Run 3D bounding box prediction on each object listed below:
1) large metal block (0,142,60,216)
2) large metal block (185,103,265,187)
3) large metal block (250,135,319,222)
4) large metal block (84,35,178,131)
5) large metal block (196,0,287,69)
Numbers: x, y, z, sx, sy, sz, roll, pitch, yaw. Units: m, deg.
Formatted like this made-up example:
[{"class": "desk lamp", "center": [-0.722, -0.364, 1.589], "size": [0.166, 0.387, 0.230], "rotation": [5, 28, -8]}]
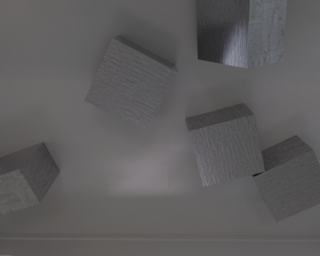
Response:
[{"class": "large metal block", "center": [-0.190, 0.068, 0.405], "size": [0.080, 0.080, 0.050], "rotation": [-19, 109, 7]}, {"class": "large metal block", "center": [0.084, 0.021, 0.406], "size": [0.080, 0.050, 0.080], "rotation": [-15, 110, 5]}, {"class": "large metal block", "center": [0.174, 0.069, 0.425], "size": [0.080, 0.050, 0.080], "rotation": [-28, 108, 9]}, {"class": "large metal block", "center": [-0.034, -0.056, 0.377], "size": [0.080, 0.050, 0.080], "rotation": [26, 108, -10]}, {"class": "large metal block", "center": [0.084, -0.113, 0.332], "size": [0.050, 0.080, 0.079], "rotation": [-17, 115, -27]}]
